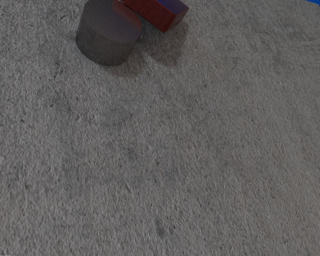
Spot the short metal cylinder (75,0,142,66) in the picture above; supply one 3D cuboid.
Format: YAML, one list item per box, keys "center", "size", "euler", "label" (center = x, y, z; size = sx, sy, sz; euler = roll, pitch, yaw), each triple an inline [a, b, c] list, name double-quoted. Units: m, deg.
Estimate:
- center: [-0.072, -0.134, 0.431]
  size: [0.081, 0.050, 0.080]
  euler: [14, 56, -21]
  label: "short metal cylinder"

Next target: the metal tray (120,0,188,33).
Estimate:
- center: [-0.007, -0.198, 0.486]
  size: [0.090, 0.030, 0.130]
  euler: [36, 28, -4]
  label: "metal tray"
